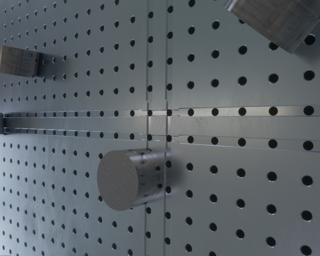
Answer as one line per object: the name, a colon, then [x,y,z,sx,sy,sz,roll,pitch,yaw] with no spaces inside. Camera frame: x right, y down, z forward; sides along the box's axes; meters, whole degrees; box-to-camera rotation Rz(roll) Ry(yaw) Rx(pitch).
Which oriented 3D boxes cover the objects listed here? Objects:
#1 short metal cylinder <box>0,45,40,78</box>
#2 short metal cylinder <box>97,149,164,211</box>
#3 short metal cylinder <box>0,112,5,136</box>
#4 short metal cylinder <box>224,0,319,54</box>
short metal cylinder: [-0.281,-0.131,0.606,0.080,0.081,0.050,19,102,38]
short metal cylinder: [-0.041,0.069,0.427,0.080,0.050,0.079,0,90,40]
short metal cylinder: [-0.400,-0.006,0.704,0.080,0.081,0.050,-9,84,39]
short metal cylinder: [0.107,-0.112,0.285,0.080,0.081,0.050,50,120,28]
